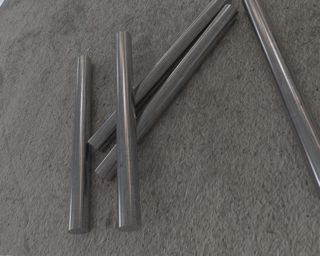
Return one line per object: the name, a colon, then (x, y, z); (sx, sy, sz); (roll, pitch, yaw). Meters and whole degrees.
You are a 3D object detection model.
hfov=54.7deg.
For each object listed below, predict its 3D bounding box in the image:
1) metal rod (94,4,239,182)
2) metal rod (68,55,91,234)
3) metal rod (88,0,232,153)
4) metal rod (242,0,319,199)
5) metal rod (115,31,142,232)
metal rod: (0.014, -0.054, 0.429); (0.025, 0.025, 0.300); (30, 78, 37)
metal rod: (-0.116, 0.004, 0.462); (0.025, 0.025, 0.299); (-20, 54, 17)
metal rod: (0.004, -0.087, 0.455); (0.025, 0.025, 0.300); (35, 81, 38)
metal rod: (0.145, -0.063, 0.366); (0.025, 0.025, 0.299); (-18, 54, 18)
metal rod: (-0.045, -0.019, 0.405); (0.025, 0.025, 0.299); (-18, 55, 18)
